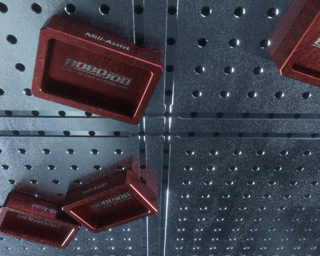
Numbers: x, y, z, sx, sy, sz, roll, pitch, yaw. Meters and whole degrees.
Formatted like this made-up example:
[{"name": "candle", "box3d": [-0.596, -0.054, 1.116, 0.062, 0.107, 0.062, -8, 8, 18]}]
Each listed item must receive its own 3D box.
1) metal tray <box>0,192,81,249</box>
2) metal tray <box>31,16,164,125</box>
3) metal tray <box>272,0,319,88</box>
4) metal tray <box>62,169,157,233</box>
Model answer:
[{"name": "metal tray", "box3d": [-0.213, 0.166, 0.546, 0.131, 0.030, 0.089, 23, 126, -19]}, {"name": "metal tray", "box3d": [-0.072, -0.060, 0.355, 0.131, 0.030, 0.089, 16, 128, -14]}, {"name": "metal tray", "box3d": [0.205, -0.085, 0.338, 0.131, 0.030, 0.089, 14, 129, -13]}, {"name": "metal tray", "box3d": [-0.081, 0.125, 0.513, 0.130, 0.030, 0.090, -23, 127, 18]}]
